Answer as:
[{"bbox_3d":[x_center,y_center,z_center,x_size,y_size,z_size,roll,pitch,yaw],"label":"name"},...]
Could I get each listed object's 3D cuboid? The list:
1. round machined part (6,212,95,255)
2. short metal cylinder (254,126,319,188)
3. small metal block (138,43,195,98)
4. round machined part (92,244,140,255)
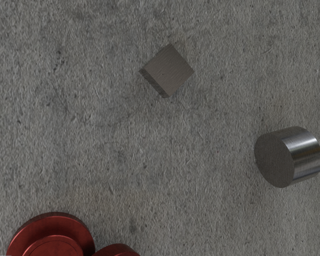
[{"bbox_3d":[-0.124,0.150,0.355,0.099,0.042,0.097,0,90,-21],"label":"round machined part"},{"bbox_3d":[0.184,0.041,0.450,0.050,0.080,0.080,-13,95,-20],"label":"short metal cylinder"},{"bbox_3d":[0.009,-0.076,0.413,0.050,0.025,0.050,-47,105,-14],"label":"small metal block"},{"bbox_3d":[-0.054,0.190,0.359,0.099,0.042,0.097,-19,118,-40],"label":"round machined part"}]
